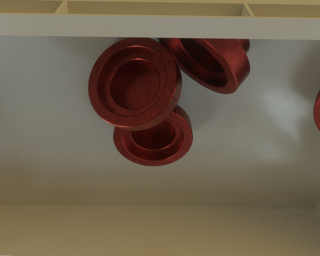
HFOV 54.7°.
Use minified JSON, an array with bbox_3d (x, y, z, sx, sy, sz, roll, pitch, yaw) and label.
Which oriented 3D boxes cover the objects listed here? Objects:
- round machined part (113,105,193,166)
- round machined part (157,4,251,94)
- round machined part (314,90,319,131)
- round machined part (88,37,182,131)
[{"bbox_3d":[-0.008,0.001,0.398,0.099,0.042,0.097,0,130,0],"label":"round machined part"},{"bbox_3d":[0.048,-0.081,0.305,0.042,0.098,0.098,-50,121,-8],"label":"round machined part"},{"bbox_3d":[0.235,-0.026,0.361,0.098,0.042,0.097,16,126,23],"label":"round machined part"},{"bbox_3d":[-0.024,-0.044,0.336,0.098,0.098,0.042,-17,164,13],"label":"round machined part"}]
